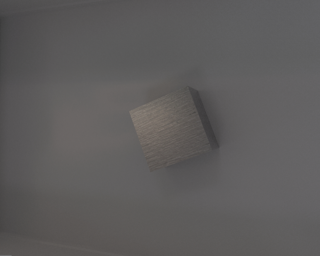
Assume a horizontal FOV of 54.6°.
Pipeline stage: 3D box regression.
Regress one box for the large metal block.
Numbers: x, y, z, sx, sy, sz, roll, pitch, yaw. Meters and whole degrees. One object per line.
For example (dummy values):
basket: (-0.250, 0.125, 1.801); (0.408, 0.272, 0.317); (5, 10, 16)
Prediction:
large metal block: (0.019, 0.002, 0.391); (0.080, 0.050, 0.080); (-22, 83, 18)
